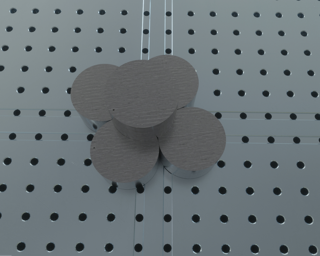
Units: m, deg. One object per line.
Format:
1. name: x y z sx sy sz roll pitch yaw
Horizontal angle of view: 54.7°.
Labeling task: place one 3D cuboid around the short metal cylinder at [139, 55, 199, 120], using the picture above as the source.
1. short metal cylinder: 0.009 -0.050 0.416 0.081 0.050 0.080 0 70 0

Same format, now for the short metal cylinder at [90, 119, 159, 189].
1. short metal cylinder: -0.041 0.033 0.385 0.081 0.050 0.080 0 70 0

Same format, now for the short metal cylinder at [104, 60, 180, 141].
1. short metal cylinder: -0.020 -0.030 0.354 0.081 0.050 0.080 0 71 -1

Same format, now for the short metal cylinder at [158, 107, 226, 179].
1. short metal cylinder: 0.038 0.020 0.391 0.081 0.050 0.080 0 70 0

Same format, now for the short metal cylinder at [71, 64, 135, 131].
1. short metal cylinder: -0.071 -0.037 0.410 0.081 0.050 0.080 0 70 0
